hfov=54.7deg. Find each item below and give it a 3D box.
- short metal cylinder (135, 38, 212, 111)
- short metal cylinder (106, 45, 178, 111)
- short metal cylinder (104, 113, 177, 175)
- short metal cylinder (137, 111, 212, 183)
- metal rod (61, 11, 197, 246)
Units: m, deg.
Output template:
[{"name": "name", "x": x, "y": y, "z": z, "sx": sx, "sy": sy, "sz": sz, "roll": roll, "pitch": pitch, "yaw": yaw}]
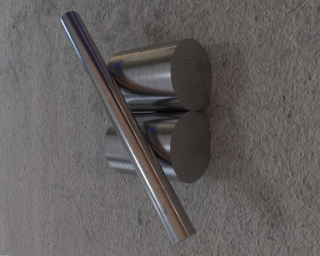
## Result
[{"name": "short metal cylinder", "x": 0.017, "y": -0.059, "z": 0.357, "sx": 0.050, "sy": 0.081, "sz": 0.079, "roll": 1, "pitch": 91, "yaw": 40}, {"name": "short metal cylinder", "x": -0.021, "y": -0.060, "z": 0.389, "sx": 0.050, "sy": 0.081, "sz": 0.079, "roll": 1, "pitch": 91, "yaw": 40}, {"name": "short metal cylinder", "x": -0.022, "y": 0.021, "z": 0.389, "sx": 0.050, "sy": 0.081, "sz": 0.079, "roll": 1, "pitch": 91, "yaw": 40}, {"name": "short metal cylinder", "x": 0.017, "y": 0.021, "z": 0.357, "sx": 0.050, "sy": 0.081, "sz": 0.079, "roll": 1, "pitch": 91, "yaw": 40}, {"name": "metal rod", "x": -0.046, "y": -0.019, "z": 0.340, "sx": 0.025, "sy": 0.025, "sz": 0.299, "roll": -44, "pitch": 64, "yaw": 31}]
